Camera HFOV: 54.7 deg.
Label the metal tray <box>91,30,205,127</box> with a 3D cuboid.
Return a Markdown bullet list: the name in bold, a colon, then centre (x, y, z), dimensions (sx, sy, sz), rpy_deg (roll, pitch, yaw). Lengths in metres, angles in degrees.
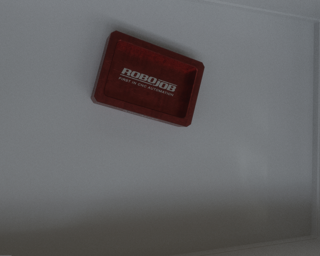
- **metal tray**: centre (-0.014, -0.060, 0.403), dimensions (0.131, 0.030, 0.090), rpy_deg (15, 85, -20)
